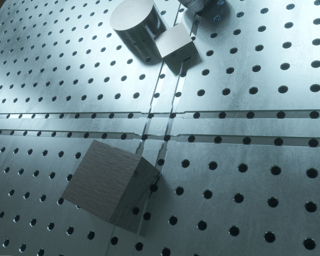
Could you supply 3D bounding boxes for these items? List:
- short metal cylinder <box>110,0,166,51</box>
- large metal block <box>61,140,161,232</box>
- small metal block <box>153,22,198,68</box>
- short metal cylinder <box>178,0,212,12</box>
[{"bbox_3d":[-0.037,-0.177,0.520,0.080,0.050,0.080,-13,56,21],"label":"short metal cylinder"},{"bbox_3d":[-0.059,0.069,0.381,0.080,0.050,0.080,15,69,34],"label":"large metal block"},{"bbox_3d":[0.024,-0.127,0.474,0.050,0.025,0.050,-27,52,11],"label":"small metal block"},{"bbox_3d":[0.055,-0.231,0.486,0.050,0.080,0.080,-48,51,-5],"label":"short metal cylinder"}]
